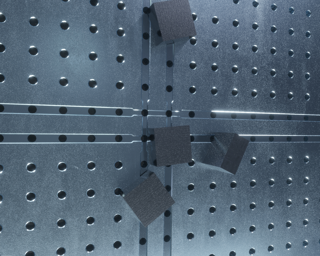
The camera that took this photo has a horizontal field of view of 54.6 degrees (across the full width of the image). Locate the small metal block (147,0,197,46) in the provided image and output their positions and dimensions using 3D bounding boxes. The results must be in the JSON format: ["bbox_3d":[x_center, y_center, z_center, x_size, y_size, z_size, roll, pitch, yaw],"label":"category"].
[{"bbox_3d":[0.016,-0.143,0.418,0.050,0.025,0.050,-17,96,-19],"label":"small metal block"}]

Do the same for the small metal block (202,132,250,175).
[{"bbox_3d":[0.091,0.034,0.432,0.025,0.050,0.050,28,81,-18],"label":"small metal block"}]

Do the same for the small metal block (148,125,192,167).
[{"bbox_3d":[0.014,0.023,0.417,0.050,0.025,0.050,-5,92,-20],"label":"small metal block"}]

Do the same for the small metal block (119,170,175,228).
[{"bbox_3d":[-0.017,0.092,0.406,0.050,0.025,0.050,-37,102,-16],"label":"small metal block"}]
